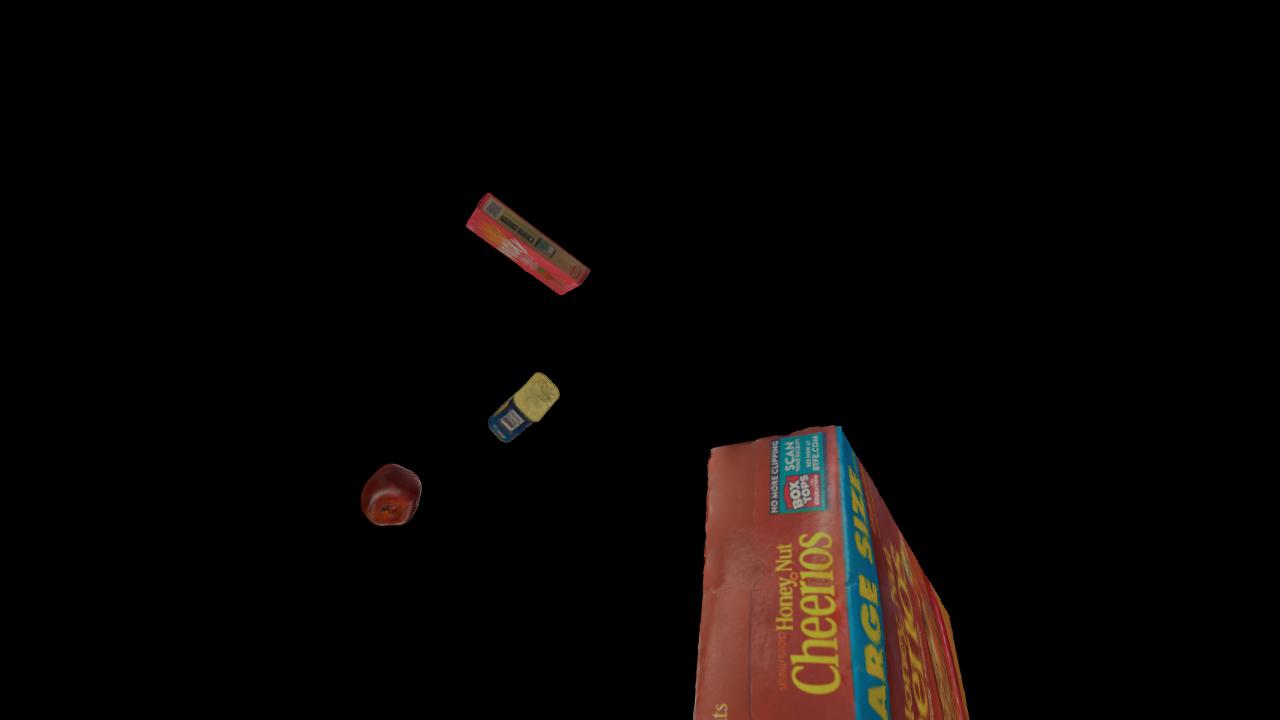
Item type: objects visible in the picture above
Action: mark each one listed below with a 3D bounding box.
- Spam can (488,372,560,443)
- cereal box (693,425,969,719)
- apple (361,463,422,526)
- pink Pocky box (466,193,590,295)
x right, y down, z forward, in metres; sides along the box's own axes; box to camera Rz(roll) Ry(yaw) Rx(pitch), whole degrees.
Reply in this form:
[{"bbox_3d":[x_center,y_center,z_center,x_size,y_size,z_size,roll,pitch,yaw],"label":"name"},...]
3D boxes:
[{"bbox_3d":[-0.192,0.079,1.012,0.085,0.058,0.101,-37,9,33],"label":"Spam can"},{"bbox_3d":[0.127,0.199,0.341,0.081,0.203,0.306,-14,-42,27],"label":"cereal box"},{"bbox_3d":[-0.333,0.179,0.825,0.079,0.079,0.093,0,17,-14],"label":"apple"},{"bbox_3d":[-0.142,-0.142,0.776,0.155,0.029,0.084,36,-17,-18],"label":"pink Pocky box"}]
